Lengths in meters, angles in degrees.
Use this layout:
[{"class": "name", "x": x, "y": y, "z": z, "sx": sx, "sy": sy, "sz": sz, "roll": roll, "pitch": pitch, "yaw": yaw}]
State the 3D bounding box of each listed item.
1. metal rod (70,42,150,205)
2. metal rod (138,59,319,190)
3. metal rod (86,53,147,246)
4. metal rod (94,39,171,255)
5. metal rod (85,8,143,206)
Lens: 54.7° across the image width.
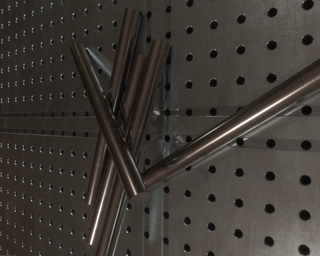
[{"class": "metal rod", "x": -0.081, "y": -0.027, "z": 0.435, "sx": 0.025, "sy": 0.025, "sz": 0.300, "roll": -51, "pitch": 49, "yaw": 28}, {"class": "metal rod", "x": 0.061, "y": 0.014, "z": 0.357, "sx": 0.299, "sy": 0.025, "sz": 0.025, "roll": -36, "pitch": 68, "yaw": 33}, {"class": "metal rod", "x": -0.063, "y": 0.040, "z": 0.459, "sx": 0.025, "sy": 0.025, "sz": 0.298, "roll": 26, "pitch": 106, "yaw": 36}, {"class": "metal rod", "x": -0.037, "y": 0.031, "z": 0.412, "sx": 0.025, "sy": 0.025, "sz": 0.298, "roll": 17, "pitch": 93, "yaw": 38}, {"class": "metal rod", "x": -0.072, "y": -0.024, "z": 0.466, "sx": 0.025, "sy": 0.025, "sz": 0.298, "roll": 23, "pitch": 104, "yaw": 37}]
